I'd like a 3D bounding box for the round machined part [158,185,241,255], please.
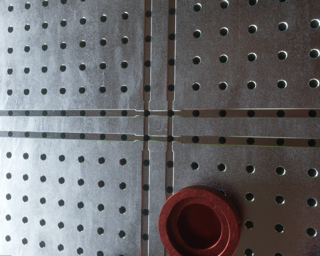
[{"bbox_3d":[0.051,0.120,0.386,0.098,0.042,0.097,0,90,20],"label":"round machined part"}]
